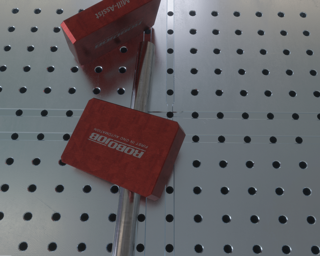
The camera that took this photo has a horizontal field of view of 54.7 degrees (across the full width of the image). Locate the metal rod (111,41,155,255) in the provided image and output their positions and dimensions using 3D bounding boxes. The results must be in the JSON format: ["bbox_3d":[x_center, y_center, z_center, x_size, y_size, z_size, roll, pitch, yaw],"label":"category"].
[{"bbox_3d":[-0.032,0.020,0.404,0.025,0.025,0.299,5,70,2],"label":"metal rod"}]

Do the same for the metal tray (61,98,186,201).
[{"bbox_3d":[-0.046,0.022,0.376,0.130,0.030,0.090,17,76,24],"label":"metal tray"}]

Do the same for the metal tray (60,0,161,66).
[{"bbox_3d":[-0.065,-0.142,0.426,0.131,0.090,0.030,-33,88,-11],"label":"metal tray"}]
